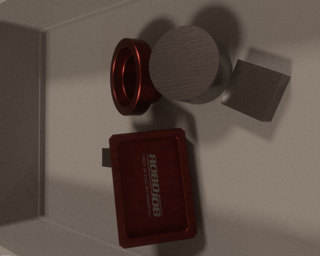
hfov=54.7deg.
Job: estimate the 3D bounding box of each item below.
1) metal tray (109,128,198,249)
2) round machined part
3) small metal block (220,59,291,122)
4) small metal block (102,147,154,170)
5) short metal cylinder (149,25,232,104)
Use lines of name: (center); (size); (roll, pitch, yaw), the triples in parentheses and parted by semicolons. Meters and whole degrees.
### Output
metal tray: (-0.009, 0.069, 0.373); (0.030, 0.091, 0.129); (139, 125, -81)
round machined part: (-0.028, -0.065, 0.403); (0.098, 0.042, 0.097); (10, 101, 60)
small metal block: (0.099, -0.039, 0.324); (0.050, 0.025, 0.050); (30, 109, 35)
small metal block: (-0.043, 0.040, 0.424); (0.050, 0.050, 0.025); (0, 90, 40)
short metal cylinder: (0.035, -0.068, 0.350); (0.080, 0.050, 0.079); (-1, 89, 27)
